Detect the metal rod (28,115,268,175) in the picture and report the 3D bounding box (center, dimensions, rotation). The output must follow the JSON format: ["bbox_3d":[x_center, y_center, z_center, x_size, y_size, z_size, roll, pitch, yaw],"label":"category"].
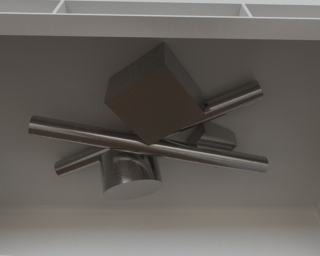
[{"bbox_3d":[-0.007,0.024,0.394,0.302,0.025,0.025,10,129,-9],"label":"metal rod"}]

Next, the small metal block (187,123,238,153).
[{"bbox_3d":[0.069,0.023,0.425,0.050,0.025,0.050,21,127,-17],"label":"small metal block"}]

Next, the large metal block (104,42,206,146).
[{"bbox_3d":[-0.004,-0.037,0.359,0.080,0.050,0.080,-29,125,22],"label":"large metal block"}]

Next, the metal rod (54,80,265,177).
[{"bbox_3d":[-0.013,0.008,0.413,0.300,0.025,0.025,-22,127,17],"label":"metal rod"}]

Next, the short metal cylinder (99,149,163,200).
[{"bbox_3d":[-0.040,0.062,0.425,0.081,0.050,0.080,-10,153,-5],"label":"short metal cylinder"}]
